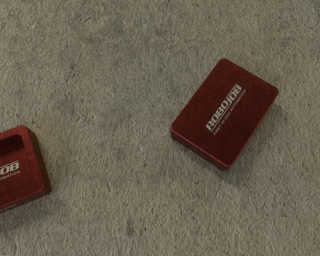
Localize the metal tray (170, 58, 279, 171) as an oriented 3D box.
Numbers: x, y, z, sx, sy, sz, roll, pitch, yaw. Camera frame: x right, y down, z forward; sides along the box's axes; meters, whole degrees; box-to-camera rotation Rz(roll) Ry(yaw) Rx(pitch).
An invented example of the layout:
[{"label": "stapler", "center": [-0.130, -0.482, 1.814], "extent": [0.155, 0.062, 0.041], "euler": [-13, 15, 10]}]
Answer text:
[{"label": "metal tray", "center": [0.085, -0.020, 0.413], "extent": [0.090, 0.030, 0.130], "euler": [34, 73, 11]}]

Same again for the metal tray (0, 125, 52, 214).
[{"label": "metal tray", "center": [-0.212, 0.061, 0.381], "extent": [0.131, 0.030, 0.090], "euler": [-21, 72, -8]}]
